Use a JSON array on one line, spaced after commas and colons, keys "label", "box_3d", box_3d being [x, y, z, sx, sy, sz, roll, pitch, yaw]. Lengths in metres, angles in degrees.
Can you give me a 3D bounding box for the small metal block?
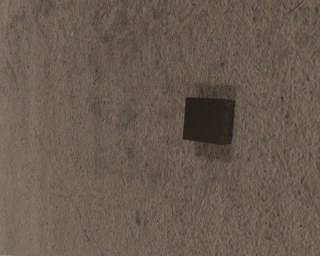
[{"label": "small metal block", "box_3d": [0.056, -0.009, 0.358, 0.050, 0.025, 0.050, 7, 95, 39]}]
